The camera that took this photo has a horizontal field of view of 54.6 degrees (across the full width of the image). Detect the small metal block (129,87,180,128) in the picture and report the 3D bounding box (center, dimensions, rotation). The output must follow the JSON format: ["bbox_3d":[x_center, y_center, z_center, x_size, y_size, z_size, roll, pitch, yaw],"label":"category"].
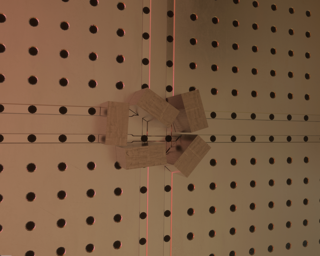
[{"bbox_3d":[-0.010,-0.024,0.395,0.050,0.050,0.025,35,80,-17],"label":"small metal block"}]

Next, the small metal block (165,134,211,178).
[{"bbox_3d":[0.033,0.035,0.410,0.025,0.050,0.050,44,76,-14],"label":"small metal block"}]

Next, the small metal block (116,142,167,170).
[{"bbox_3d":[-0.025,0.034,0.390,0.050,0.050,0.025,-5,92,-20],"label":"small metal block"}]

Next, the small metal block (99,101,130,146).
[{"bbox_3d":[-0.057,-0.005,0.378,0.025,0.050,0.050,4,89,-20],"label":"small metal block"}]

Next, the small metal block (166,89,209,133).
[{"bbox_3d":[0.035,-0.021,0.411,0.025,0.050,0.050,-17,95,-19],"label":"small metal block"}]
